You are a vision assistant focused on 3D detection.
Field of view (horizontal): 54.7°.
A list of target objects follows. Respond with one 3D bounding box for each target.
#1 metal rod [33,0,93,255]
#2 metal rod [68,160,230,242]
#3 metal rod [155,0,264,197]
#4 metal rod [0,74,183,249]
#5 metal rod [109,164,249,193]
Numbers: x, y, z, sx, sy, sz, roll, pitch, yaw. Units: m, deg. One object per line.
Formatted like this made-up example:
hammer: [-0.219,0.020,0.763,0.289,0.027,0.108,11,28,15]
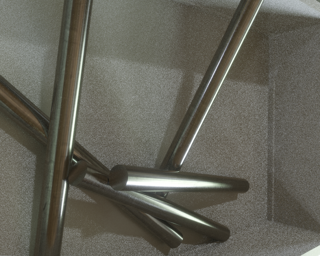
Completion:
metal rod: [-0.096,0.023,0.296,0.025,0.025,0.298,4,97,-40]
metal rod: [0.012,0.105,0.391,0.301,0.025,0.025,36,68,-44]
metal rod: [0.057,-0.040,0.386,0.025,0.025,0.298,19,100,-39]
metal rod: [-0.066,0.057,0.352,0.300,0.025,0.025,48,61,-30]
metal rod: [0.051,0.073,0.411,0.302,0.025,0.025,16,80,-52]
